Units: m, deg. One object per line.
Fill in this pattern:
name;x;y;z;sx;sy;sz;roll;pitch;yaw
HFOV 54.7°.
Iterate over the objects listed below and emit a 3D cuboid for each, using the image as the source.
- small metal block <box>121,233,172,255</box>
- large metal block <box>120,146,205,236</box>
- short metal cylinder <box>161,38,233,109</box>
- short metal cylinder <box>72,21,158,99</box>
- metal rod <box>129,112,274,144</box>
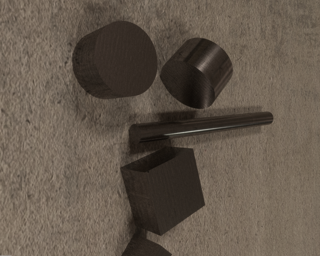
small metal block;-0.022;0.162;0.373;0.025;0.050;0.050;49;61;-30
large metal block;0.005;0.076;0.395;0.081;0.050;0.079;-22;104;-38
short metal cylinder;0.049;-0.072;0.412;0.050;0.080;0.080;-52;121;-27
short metal cylinder;-0.050;-0.074;0.348;0.081;0.050;0.079;0;90;-40
metal rod;0.084;-0.005;0.477;0.302;0.025;0.025;-6;94;-40
